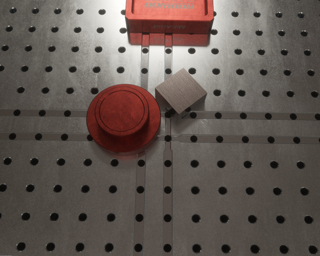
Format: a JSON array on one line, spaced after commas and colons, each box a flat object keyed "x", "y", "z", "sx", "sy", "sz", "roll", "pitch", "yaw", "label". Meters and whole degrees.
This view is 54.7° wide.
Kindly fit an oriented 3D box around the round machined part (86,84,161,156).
[{"x": -0.048, "y": -0.015, "z": 0.408, "sx": 0.099, "sy": 0.042, "sz": 0.098, "roll": 0, "pitch": 70, "yaw": -1, "label": "round machined part"}]

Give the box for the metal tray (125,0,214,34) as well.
[{"x": 0.015, "y": -0.194, "z": 0.480, "sx": 0.131, "sy": 0.030, "sz": 0.090, "roll": 1, "pitch": 70, "yaw": 0, "label": "metal tray"}]

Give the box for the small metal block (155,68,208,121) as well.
[{"x": 0.029, "y": -0.047, "z": 0.429, "sx": 0.050, "sy": 0.025, "sz": 0.050, "roll": -37, "pitch": 75, "yaw": -13, "label": "small metal block"}]
